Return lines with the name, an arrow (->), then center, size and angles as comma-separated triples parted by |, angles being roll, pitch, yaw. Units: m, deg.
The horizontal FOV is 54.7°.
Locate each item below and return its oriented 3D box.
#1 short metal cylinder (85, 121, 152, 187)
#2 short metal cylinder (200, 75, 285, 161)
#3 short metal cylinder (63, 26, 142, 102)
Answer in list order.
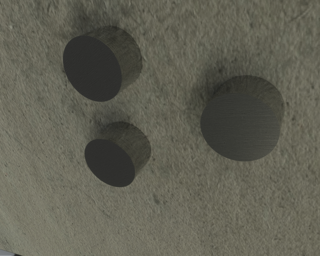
short metal cylinder -> -0.059, 0.037, 0.443 | 0.080, 0.050, 0.079 | 13, 124, 20
short metal cylinder -> 0.090, -0.011, 0.336 | 0.080, 0.050, 0.079 | 13, 124, 20
short metal cylinder -> -0.069, -0.078, 0.377 | 0.080, 0.050, 0.079 | 13, 124, 20
